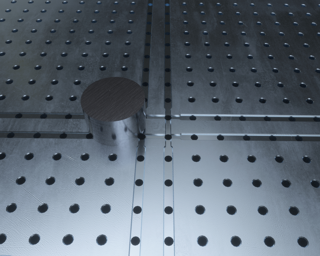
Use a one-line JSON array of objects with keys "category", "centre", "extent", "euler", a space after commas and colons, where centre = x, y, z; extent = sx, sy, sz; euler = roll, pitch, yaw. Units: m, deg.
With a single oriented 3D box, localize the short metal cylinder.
[{"category": "short metal cylinder", "centre": [-0.059, -0.022, 0.409], "extent": [0.081, 0.050, 0.080], "euler": [0, 50, 0]}]
